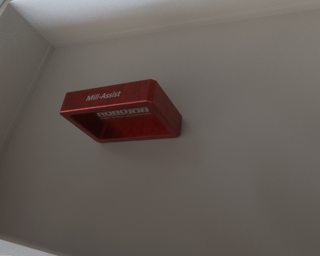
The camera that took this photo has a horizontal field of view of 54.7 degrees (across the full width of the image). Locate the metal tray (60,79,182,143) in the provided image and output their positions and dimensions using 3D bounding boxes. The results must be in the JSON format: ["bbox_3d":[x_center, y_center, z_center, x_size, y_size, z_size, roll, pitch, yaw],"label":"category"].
[{"bbox_3d":[-0.048,-0.016,0.397,0.130,0.090,0.030,-5,60,25],"label":"metal tray"}]
